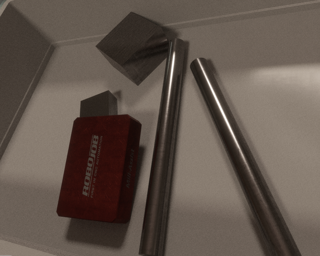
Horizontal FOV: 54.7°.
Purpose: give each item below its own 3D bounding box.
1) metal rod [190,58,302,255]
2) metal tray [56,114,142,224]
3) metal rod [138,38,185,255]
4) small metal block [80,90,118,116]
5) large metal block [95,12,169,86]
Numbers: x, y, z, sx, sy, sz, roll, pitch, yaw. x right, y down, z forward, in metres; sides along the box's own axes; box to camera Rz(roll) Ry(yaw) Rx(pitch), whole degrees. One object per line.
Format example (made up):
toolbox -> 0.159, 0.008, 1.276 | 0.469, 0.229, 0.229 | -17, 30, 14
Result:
metal rod -> 0.087, 0.028, 0.341 | 0.025, 0.025, 0.299 | -25, 53, 12
metal tray -> -0.076, 0.050, 0.395 | 0.090, 0.030, 0.129 | -2, 72, 26
metal rod -> 0.008, 0.004, 0.397 | 0.025, 0.025, 0.299 | -6, 59, 25
small metal block -> -0.092, -0.023, 0.466 | 0.050, 0.025, 0.050 | -18, 55, 17
large metal block -> -0.040, -0.125, 0.486 | 0.080, 0.050, 0.080 | -46, 51, -4
